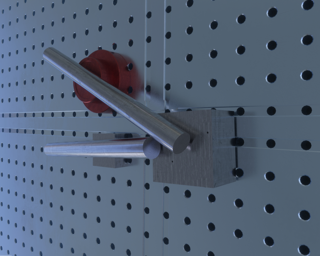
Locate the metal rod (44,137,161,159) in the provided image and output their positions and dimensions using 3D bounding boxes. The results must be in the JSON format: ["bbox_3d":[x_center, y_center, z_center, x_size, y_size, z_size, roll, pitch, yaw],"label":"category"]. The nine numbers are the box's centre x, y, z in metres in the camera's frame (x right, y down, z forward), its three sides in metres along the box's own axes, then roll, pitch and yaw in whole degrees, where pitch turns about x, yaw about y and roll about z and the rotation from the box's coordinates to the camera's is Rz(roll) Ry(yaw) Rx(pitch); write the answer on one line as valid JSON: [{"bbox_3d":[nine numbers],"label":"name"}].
[{"bbox_3d":[-0.105,0.031,0.458,0.299,0.025,0.025,-5,87,50],"label":"metal rod"}]

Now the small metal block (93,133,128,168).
[{"bbox_3d":[-0.076,0.033,0.470,0.050,0.025,0.050,0,90,39],"label":"small metal block"}]

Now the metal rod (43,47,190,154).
[{"bbox_3d":[-0.077,-0.051,0.408,0.300,0.025,0.025,34,111,37],"label":"metal rod"}]

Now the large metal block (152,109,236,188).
[{"bbox_3d":[0.038,0.022,0.356,0.080,0.050,0.079,-2,89,39],"label":"large metal block"}]

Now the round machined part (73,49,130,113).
[{"bbox_3d":[-0.096,-0.071,0.474,0.098,0.042,0.097,0,90,39],"label":"round machined part"}]
